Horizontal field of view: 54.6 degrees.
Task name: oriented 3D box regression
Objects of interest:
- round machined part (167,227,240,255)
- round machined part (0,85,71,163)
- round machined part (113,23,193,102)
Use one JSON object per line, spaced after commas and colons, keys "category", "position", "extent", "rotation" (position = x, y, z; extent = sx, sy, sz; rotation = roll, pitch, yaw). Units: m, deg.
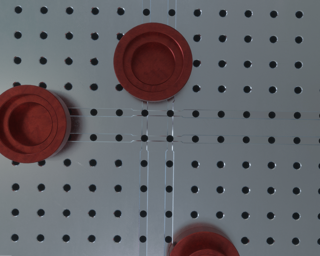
{"category": "round machined part", "position": [0.058, 0.184, 0.405], "extent": [0.099, 0.042, 0.097], "rotation": [0, 90, 0]}
{"category": "round machined part", "position": [-0.165, -0.005, 0.404], "extent": [0.099, 0.042, 0.097], "rotation": [0, 90, 0]}
{"category": "round machined part", "position": [-0.009, -0.082, 0.405], "extent": [0.099, 0.042, 0.097], "rotation": [0, 90, 0]}
